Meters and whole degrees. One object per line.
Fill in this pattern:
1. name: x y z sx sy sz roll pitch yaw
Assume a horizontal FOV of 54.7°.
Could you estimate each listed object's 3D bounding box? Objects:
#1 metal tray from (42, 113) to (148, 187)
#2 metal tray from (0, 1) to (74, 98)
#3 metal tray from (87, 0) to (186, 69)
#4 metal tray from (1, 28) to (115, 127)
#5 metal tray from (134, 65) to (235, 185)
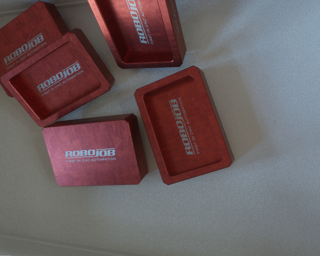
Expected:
1. metal tray: -0.089 0.032 0.424 0.130 0.030 0.089 -5 106 19
2. metal tray: -0.193 -0.114 0.461 0.130 0.030 0.090 -27 98 17
3. metal tray: -0.026 -0.130 0.368 0.090 0.130 0.030 2 53 19
4. metal tray: -0.142 -0.067 0.434 0.130 0.030 0.090 -26 112 17
5. metal tray: 0.030 -0.002 0.396 0.090 0.030 0.129 -21 83 18
